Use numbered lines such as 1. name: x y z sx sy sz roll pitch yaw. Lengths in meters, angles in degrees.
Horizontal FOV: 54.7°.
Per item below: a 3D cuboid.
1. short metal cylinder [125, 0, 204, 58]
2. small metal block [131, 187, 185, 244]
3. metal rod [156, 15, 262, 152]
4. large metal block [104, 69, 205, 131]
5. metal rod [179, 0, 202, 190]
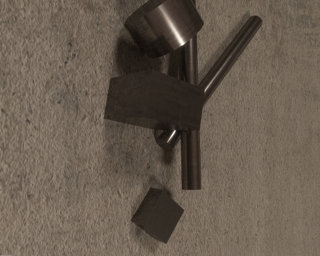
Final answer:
1. short metal cylinder: 0.006 -0.129 0.375 0.080 0.080 0.050 -52 121 -27
2. small metal block: -0.002 0.114 0.405 0.050 0.025 0.050 48 61 -30
3. metal rod: 0.088 -0.083 0.480 0.301 0.025 0.025 -52 121 -27
4. large metal block: -0.007 -0.028 0.365 0.081 0.080 0.050 13 82 -40
5. metal rod: 0.038 -0.069 0.415 0.025 0.025 0.298 7 79 -40
